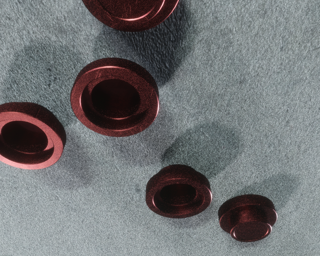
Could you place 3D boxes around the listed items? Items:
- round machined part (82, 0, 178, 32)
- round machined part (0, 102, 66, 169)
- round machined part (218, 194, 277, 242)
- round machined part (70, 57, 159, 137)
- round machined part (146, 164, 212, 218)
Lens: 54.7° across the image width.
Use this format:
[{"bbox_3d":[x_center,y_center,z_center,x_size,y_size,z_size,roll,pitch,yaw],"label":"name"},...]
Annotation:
[{"bbox_3d":[-0.028,-0.134,0.282,0.099,0.042,0.097,0,130,0],"label":"round machined part"},{"bbox_3d":[-0.170,0.005,0.399,0.099,0.042,0.097,0,130,0],"label":"round machined part"},{"bbox_3d":[0.153,0.161,0.535,0.099,0.042,0.097,0,130,0],"label":"round machined part"},{"bbox_3d":[-0.050,-0.039,0.362,0.099,0.042,0.097,0,130,0],"label":"round machined part"},{"bbox_3d":[0.028,0.093,0.476,0.099,0.042,0.097,0,130,0],"label":"round machined part"}]
